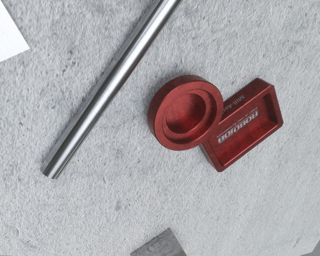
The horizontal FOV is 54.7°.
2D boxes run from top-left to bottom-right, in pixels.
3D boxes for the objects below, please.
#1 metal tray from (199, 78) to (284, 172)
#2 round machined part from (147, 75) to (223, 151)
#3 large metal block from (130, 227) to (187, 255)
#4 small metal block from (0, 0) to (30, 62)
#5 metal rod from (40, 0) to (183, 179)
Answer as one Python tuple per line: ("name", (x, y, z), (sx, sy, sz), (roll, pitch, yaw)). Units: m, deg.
("metal tray", (0.119, -0.003, 0.466), (0.130, 0.030, 0.090), (-36, 130, -4))
("round machined part", (0.028, -0.023, 0.398), (0.099, 0.042, 0.097), (-14, 124, -21))
("large metal block", (0.006, 0.234, 0.539), (0.080, 0.050, 0.080), (-31, 129, -8))
("small metal block", (-0.152, -0.085, 0.271), (0.050, 0.025, 0.050), (-29, 128, -10))
("metal rod", (-0.043, -0.066, 0.342), (0.025, 0.025, 0.299), (29, 102, -38))
